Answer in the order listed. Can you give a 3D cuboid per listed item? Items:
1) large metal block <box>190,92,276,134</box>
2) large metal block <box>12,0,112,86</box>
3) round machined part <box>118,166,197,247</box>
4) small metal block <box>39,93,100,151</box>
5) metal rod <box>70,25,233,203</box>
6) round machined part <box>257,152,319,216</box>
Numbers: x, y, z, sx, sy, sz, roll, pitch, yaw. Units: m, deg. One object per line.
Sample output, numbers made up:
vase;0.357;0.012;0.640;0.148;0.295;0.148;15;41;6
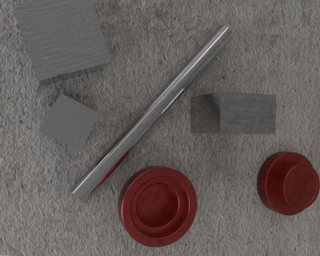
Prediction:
large metal block;0.095;-0.018;0.415;0.081;0.080;0.050;1;90;-20
large metal block;-0.111;-0.100;0.355;0.081;0.050;0.080;-20;97;-19
round machined part;-0.006;0.097;0.398;0.099;0.042;0.097;0;90;-20
small metal block;-0.108;-0.007;0.369;0.050;0.025;0.050;30;80;-18
metal rod;-0.002;-0.027;0.407;0.025;0.025;0.300;45;76;-15
round machined part;0.203;0.086;0.475;0.099;0.042;0.097;0;90;-20
